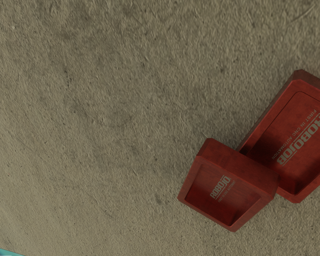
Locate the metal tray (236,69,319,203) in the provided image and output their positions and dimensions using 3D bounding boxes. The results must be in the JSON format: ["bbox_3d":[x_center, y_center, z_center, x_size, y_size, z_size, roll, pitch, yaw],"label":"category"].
[{"bbox_3d":[0.148,0.014,0.334,0.090,0.030,0.129,32,129,7],"label":"metal tray"}]

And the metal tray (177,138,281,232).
[{"bbox_3d":[0.077,0.076,0.383,0.090,0.030,0.129,29,146,11],"label":"metal tray"}]
